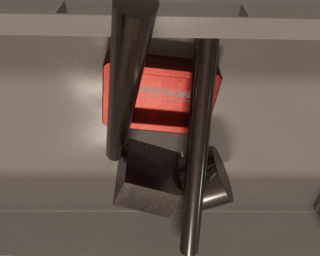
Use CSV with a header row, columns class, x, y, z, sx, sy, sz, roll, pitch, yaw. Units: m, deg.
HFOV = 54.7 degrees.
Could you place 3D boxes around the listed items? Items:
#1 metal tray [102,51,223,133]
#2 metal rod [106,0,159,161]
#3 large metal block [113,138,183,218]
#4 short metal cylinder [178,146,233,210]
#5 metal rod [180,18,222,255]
class,x,y,z,sx,sy,sz,roll,pitch,yaw
metal tray,-0.001,-0.040,0.371,0.131,0.030,0.089,5,130,-5
metal rod,-0.038,-0.017,0.303,0.025,0.025,0.299,8,158,-7
large metal block,-0.015,0.069,0.432,0.081,0.080,0.050,17,128,-15
short metal cylinder,0.065,0.072,0.435,0.050,0.080,0.080,-20,128,16
metal rod,0.043,0.030,0.361,0.025,0.025,0.298,1,114,-1
